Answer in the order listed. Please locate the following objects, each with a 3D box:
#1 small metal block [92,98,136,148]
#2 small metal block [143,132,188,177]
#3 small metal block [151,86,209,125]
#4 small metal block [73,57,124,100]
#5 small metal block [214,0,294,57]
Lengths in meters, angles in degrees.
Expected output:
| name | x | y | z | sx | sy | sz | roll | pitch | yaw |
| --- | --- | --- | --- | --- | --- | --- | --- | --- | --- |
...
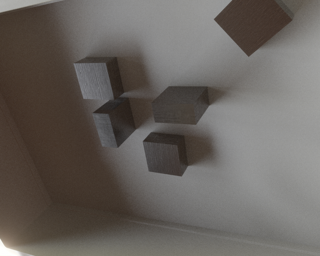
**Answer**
| name | x | y | z | sx | sy | sz | roll | pitch | yaw |
| --- | --- | --- | --- | --- | --- | --- | --- | --- | --- |
| small metal block | -0.060 | -0.008 | 0.417 | 0.025 | 0.050 | 0.050 | 3 | 120 | 26 |
| small metal block | 0.008 | 0.036 | 0.425 | 0.050 | 0.025 | 0.050 | 5 | 121 | 25 |
| small metal block | 0.025 | -0.028 | 0.361 | 0.050 | 0.050 | 0.025 | 4 | 120 | 26 |
| small metal block | -0.080 | -0.065 | 0.409 | 0.050 | 0.025 | 0.050 | 5 | 121 | 25 |
| small metal block | 0.089 | -0.106 | 0.296 | 0.050 | 0.025 | 0.050 | 46 | 129 | -4 |
